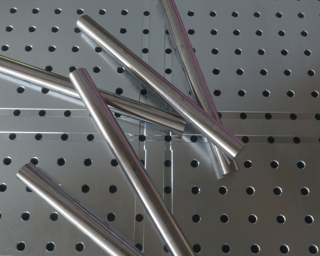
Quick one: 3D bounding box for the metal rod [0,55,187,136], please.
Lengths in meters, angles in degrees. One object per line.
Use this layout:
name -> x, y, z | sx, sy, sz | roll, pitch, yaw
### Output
metal rod -> -0.108, -0.050, 0.428 | 0.301, 0.025, 0.025 | 19, 71, 6

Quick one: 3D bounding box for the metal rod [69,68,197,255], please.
metal rod -> -0.030, 0.053, 0.377 | 0.025, 0.025, 0.299 | -30, 79, -11

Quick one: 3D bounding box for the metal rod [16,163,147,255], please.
metal rod -> -0.050, 0.138, 0.360 | 0.300, 0.025, 0.025 | 35, 74, 11

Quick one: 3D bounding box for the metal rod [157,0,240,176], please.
metal rod -> 0.047, -0.077, 0.440 | 0.025, 0.025, 0.299 | -15, 71, -6

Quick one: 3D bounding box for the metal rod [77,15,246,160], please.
metal rod -> -0.010, -0.065, 0.420 | 0.025, 0.025, 0.300 | -43, 70, -14
